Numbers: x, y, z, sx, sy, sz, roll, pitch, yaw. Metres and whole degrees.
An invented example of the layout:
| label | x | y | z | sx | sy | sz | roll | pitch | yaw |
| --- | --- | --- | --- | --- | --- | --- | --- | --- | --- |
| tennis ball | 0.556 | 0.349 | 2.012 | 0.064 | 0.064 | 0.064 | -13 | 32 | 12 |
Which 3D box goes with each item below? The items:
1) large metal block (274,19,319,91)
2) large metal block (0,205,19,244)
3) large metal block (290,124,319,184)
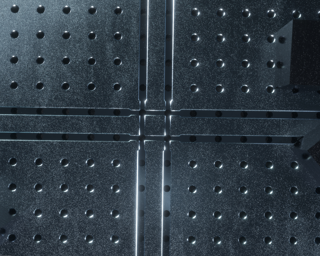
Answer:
| label | x | y | z | sx | sy | sz | roll | pitch | yaw |
| --- | --- | --- | --- | --- | --- | --- | --- | --- | --- |
| large metal block | 0.200 | -0.091 | 0.404 | 0.081 | 0.050 | 0.079 | 3 | 90 | -1 |
| large metal block | -0.241 | 0.120 | 0.383 | 0.080 | 0.080 | 0.050 | 32 | 90 | -1 |
| large metal block | 0.236 | 0.033 | 0.404 | 0.080 | 0.050 | 0.080 | -39 | 91 | 0 |
